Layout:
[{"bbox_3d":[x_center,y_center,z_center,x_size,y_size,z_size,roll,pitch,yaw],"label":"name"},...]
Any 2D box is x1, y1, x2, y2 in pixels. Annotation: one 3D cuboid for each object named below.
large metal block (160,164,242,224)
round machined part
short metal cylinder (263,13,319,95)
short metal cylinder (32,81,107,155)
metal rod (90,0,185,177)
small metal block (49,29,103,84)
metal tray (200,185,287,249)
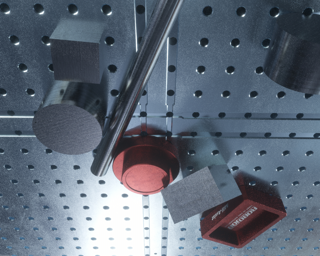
[{"bbox_3d":[0.061,0.094,0.450,0.080,0.050,0.080,-32,161,24],"label":"large metal block"},{"bbox_3d":[-0.020,0.061,0.452,0.099,0.042,0.097,0,130,0],"label":"round machined part"},{"bbox_3d":[0.151,-0.077,0.312,0.081,0.080,0.050,3,130,-2],"label":"short metal cylinder"},{"bbox_3d":[-0.109,-0.012,0.383,0.081,0.050,0.079,0,130,0],"label":"short metal cylinder"},{"bbox_3d":[-0.035,-0.042,0.375,0.025,0.025,0.298,17,128,-15],"label":"metal rod"},{"bbox_3d":[-0.091,-0.079,0.344,0.050,0.025,0.050,4,130,-4],"label":"small metal block"},{"bbox_3d":[0.143,0.161,0.546,0.091,0.030,0.129,22,127,-18],"label":"metal tray"}]
